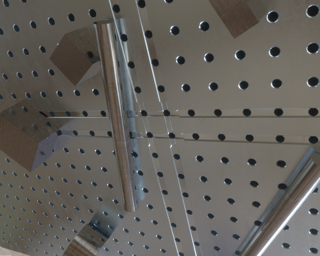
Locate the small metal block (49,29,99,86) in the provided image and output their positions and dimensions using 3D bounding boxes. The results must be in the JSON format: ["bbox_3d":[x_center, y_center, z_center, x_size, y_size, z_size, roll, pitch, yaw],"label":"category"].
[{"bbox_3d":[-0.112,-0.093,0.413,0.050,0.025,0.050,47,129,-5],"label":"small metal block"}]

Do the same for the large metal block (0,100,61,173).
[{"bbox_3d":[-0.225,0.015,0.523,0.080,0.050,0.079,36,129,4],"label":"large metal block"}]

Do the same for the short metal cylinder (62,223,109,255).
[{"bbox_3d":[-0.144,0.232,0.595,0.050,0.080,0.079,35,129,5],"label":"short metal cylinder"}]

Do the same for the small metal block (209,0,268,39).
[{"bbox_3d":[0.071,-0.116,0.286,0.025,0.050,0.050,-30,102,38],"label":"small metal block"}]

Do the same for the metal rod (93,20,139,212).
[{"bbox_3d":[-0.057,0.003,0.442,0.025,0.025,0.298,10,123,23],"label":"metal rod"}]

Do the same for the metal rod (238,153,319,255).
[{"bbox_3d":[0.143,0.151,0.428,0.025,0.025,0.298,26,128,12],"label":"metal rod"}]
